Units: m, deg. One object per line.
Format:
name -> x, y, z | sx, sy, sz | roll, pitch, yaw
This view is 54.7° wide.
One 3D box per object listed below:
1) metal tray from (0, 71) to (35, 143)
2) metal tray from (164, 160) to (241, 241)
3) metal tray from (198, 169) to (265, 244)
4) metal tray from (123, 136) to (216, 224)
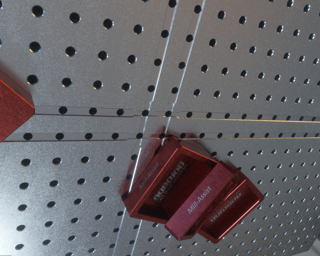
metal tray -> -0.201, -0.008, 0.293 | 0.130, 0.030, 0.090 | -40, 130, -1
metal tray -> 0.071, 0.117, 0.489 | 0.130, 0.030, 0.090 | -49, 155, -1
metal tray -> 0.121, 0.146, 0.567 | 0.130, 0.030, 0.090 | -44, 130, 2
metal tray -> 0.016, 0.084, 0.470 | 0.090, 0.030, 0.129 | 26, 104, -38
